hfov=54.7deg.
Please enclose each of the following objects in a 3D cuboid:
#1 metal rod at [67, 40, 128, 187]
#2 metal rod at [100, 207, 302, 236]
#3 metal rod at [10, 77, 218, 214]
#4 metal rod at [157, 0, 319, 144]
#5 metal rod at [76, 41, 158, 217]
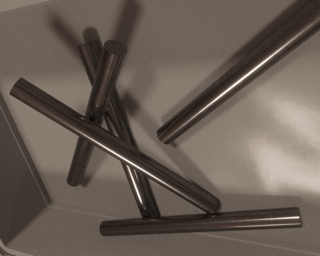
[{"bbox_3d":[-0.098,0.004,0.434,0.025,0.025,0.298,35,137,4],"label":"metal rod"},{"bbox_3d":[0.041,0.139,0.449,0.300,0.025,0.025,-12,113,25],"label":"metal rod"},{"bbox_3d":[-0.049,0.030,0.404,0.301,0.025,0.025,33,130,-13],"label":"metal rod"},{"bbox_3d":[0.096,-0.064,0.318,0.025,0.025,0.299,46,129,-5],"label":"metal rod"},{"bbox_3d":[-0.053,0.025,0.449,0.025,0.025,0.298,-3,117,29],"label":"metal rod"}]
